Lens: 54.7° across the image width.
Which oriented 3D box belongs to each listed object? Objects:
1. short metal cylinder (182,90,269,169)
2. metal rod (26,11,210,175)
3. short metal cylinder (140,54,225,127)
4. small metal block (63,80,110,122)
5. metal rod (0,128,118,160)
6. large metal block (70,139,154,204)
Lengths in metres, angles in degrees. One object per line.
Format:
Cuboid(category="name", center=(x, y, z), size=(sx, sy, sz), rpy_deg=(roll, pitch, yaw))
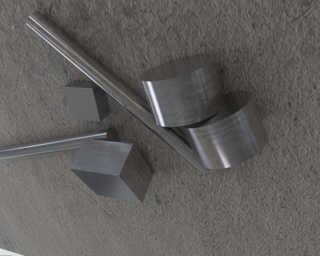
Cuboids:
Cuboid(category="short metal cylinder", center=(0.069, 0.000, 0.335), size=(0.080, 0.080, 0.050), rpy_deg=(-15, 111, 34))
Cuboid(category="metal rod", center=(-0.051, -0.045, 0.405), size=(0.300, 0.025, 0.025), rpy_deg=(40, 129, 0))
Cuboid(category="short metal cylinder", center=(0.025, -0.042, 0.332), size=(0.080, 0.080, 0.050), rpy_deg=(-4, 116, 30))
Cuboid(category="small metal block", center=(-0.103, -0.039, 0.437), size=(0.050, 0.025, 0.050), rpy_deg=(6, 121, 25))
Cuboid(category="metal rod", center=(-0.195, 0.032, 0.529), size=(0.300, 0.025, 0.025), rpy_deg=(-9, 114, 32))
Cuboid(category="large metal block", center=(-0.066, 0.062, 0.446), size=(0.080, 0.050, 0.080), rpy_deg=(3, 144, 26))
